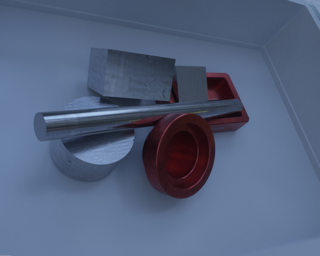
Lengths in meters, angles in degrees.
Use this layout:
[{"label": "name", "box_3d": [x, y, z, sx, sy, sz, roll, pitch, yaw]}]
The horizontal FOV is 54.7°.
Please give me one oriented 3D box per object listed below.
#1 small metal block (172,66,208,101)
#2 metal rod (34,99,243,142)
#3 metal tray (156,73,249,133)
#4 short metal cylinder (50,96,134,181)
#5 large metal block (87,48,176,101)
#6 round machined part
[{"label": "small metal block", "box_3d": [0.039, -0.060, 0.435, 0.050, 0.025, 0.050, -5, 90, -31]}, {"label": "metal rod", "box_3d": [0.007, -0.017, 0.366, 0.302, 0.025, 0.025, -8, 66, -44]}, {"label": "metal tray", "box_3d": [0.061, -0.038, 0.457, 0.131, 0.030, 0.090, -5, 64, -31]}, {"label": "short metal cylinder", "box_3d": [-0.075, 0.012, 0.340, 0.081, 0.050, 0.080, 14, 56, -21]}, {"label": "large metal block", "box_3d": [-0.038, -0.067, 0.380, 0.081, 0.080, 0.050, 2, 103, -26]}, {"label": "round machined part", "box_3d": [0.018, 0.030, 0.365, 0.099, 0.042, 0.097, -6, 99, -42]}]
